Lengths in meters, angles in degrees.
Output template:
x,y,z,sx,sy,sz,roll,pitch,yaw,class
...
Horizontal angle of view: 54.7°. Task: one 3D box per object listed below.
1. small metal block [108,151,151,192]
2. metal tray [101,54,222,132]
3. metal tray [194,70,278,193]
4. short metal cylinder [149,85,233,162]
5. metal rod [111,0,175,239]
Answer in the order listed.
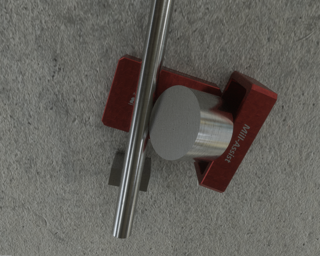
x,y,z,sx,sy,sz,roll,pitch,yaw,class
-0.040,0.058,0.418,0.050,0.050,0.025,12,110,-5,small metal block
0.001,-0.031,0.396,0.131,0.030,0.089,17,109,-7,metal tray
0.084,0.002,0.378,0.030,0.090,0.129,22,109,-8,metal tray
0.033,-0.003,0.342,0.050,0.080,0.079,9,114,-39,short metal cylinder
-0.021,-0.010,0.365,0.025,0.025,0.298,10,101,-4,metal rod
